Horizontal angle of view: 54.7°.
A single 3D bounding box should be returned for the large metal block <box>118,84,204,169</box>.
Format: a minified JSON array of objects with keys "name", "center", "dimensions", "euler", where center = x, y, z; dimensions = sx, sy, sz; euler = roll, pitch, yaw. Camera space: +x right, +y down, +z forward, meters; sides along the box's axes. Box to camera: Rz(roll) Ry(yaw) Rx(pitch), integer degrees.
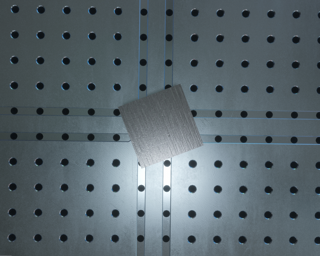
[{"name":"large metal block","center":[0.001,-0.002,0.398],"dimensions":[0.080,0.050,0.080],"euler":[-21,90,-1]}]
